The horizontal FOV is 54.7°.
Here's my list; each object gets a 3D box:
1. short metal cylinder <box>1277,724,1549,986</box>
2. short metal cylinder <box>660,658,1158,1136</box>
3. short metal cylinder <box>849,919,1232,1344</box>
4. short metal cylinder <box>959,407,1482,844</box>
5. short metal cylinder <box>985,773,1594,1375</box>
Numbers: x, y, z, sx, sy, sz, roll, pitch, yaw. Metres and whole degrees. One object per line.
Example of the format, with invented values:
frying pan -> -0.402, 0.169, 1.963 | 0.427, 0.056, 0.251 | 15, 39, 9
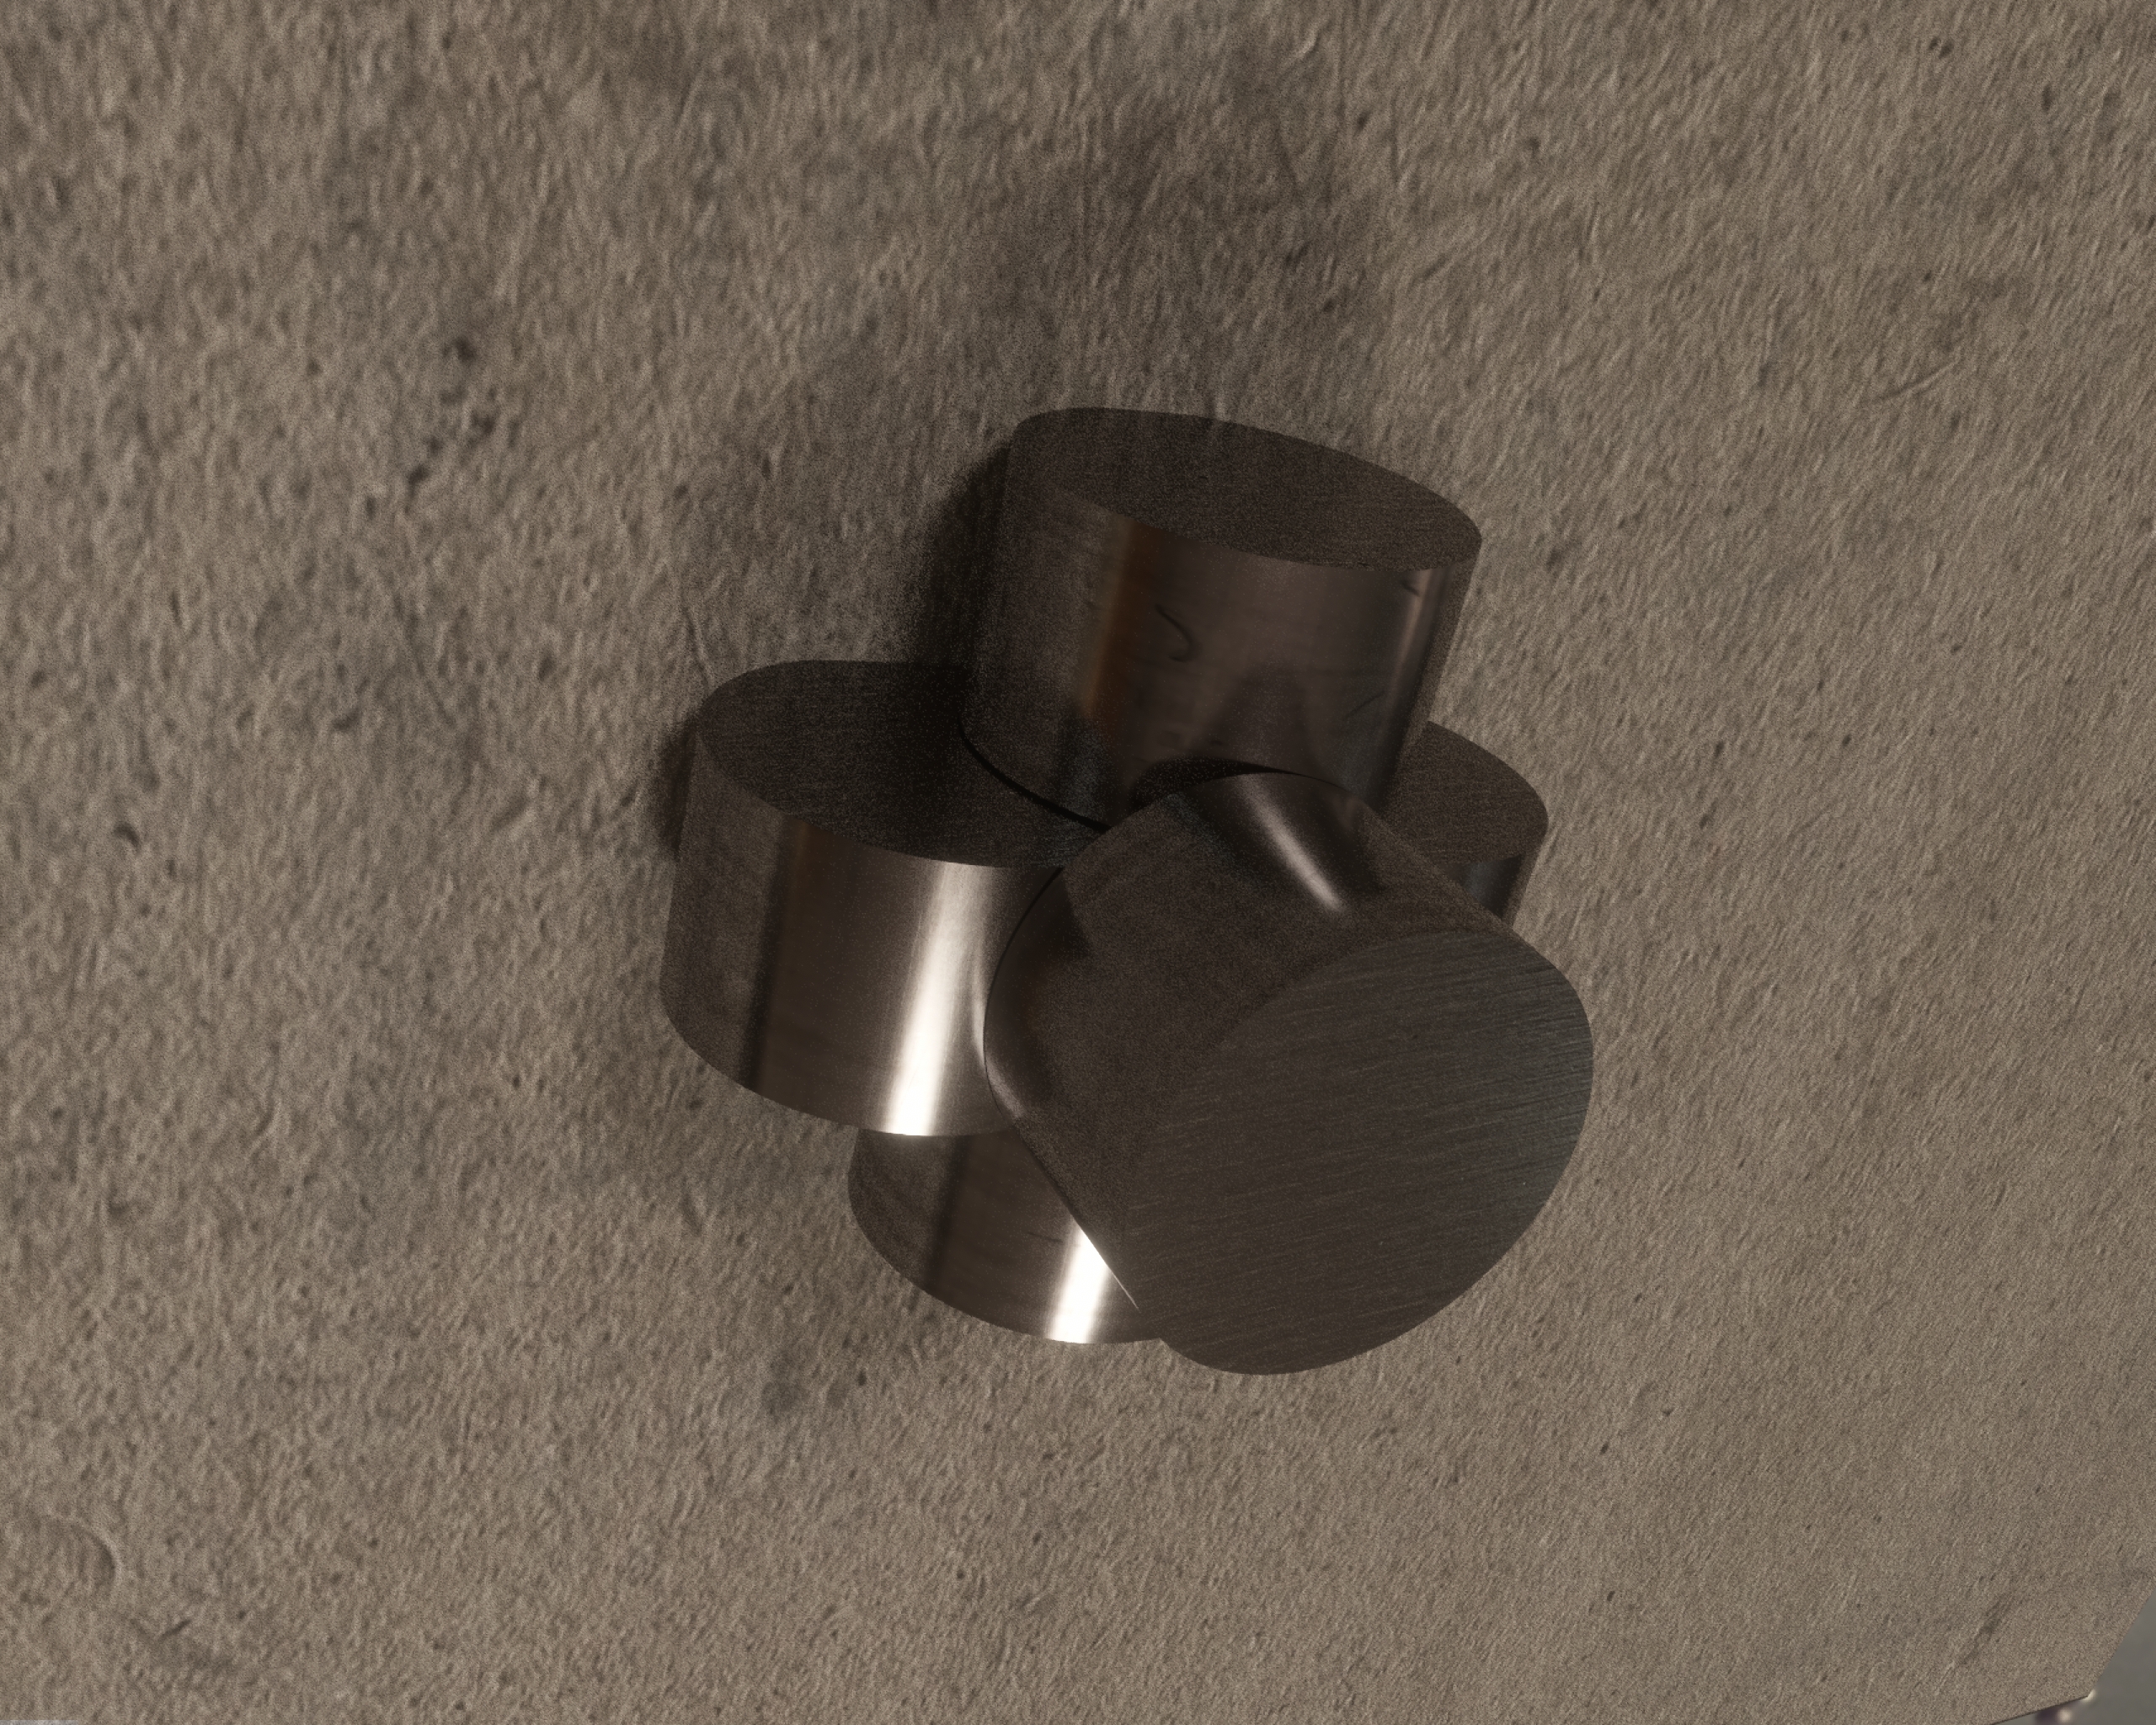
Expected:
short metal cylinder -> 0.043, 0.003, 0.400 | 0.081, 0.080, 0.050 | -1, 119, -29
short metal cylinder -> -0.028, 0.004, 0.361 | 0.081, 0.080, 0.050 | -1, 119, -28
short metal cylinder -> 0.000, 0.047, 0.403 | 0.081, 0.080, 0.050 | 0, 119, -29
short metal cylinder -> 0.024, -0.042, 0.361 | 0.081, 0.080, 0.050 | -2, 119, -28
short metal cylinder -> 0.032, 0.033, 0.327 | 0.081, 0.050, 0.079 | -14, 125, -21
